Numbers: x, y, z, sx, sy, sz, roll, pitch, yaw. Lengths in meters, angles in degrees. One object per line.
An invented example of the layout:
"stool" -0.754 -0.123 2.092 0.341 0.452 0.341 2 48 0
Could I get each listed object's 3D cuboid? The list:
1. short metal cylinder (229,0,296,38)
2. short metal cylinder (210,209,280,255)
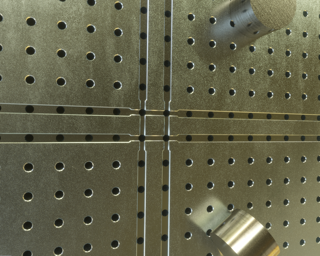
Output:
"short metal cylinder" 0.151 -0.179 0.456 0.081 0.050 0.079 0 90 -21
"short metal cylinder" 0.116 0.160 0.428 0.050 0.080 0.080 -37 103 -16
